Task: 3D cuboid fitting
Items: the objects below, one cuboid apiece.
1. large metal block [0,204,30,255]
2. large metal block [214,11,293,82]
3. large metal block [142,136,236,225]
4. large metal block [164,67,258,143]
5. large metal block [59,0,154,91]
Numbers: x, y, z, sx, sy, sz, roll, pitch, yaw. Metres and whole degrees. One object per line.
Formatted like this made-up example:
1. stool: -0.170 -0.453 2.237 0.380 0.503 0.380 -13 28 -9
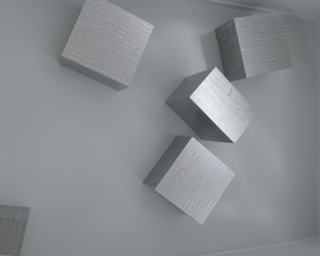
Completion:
1. large metal block: -0.190 0.126 0.327 0.081 0.050 0.080 12 86 -20
2. large metal block: 0.134 -0.115 0.446 0.081 0.050 0.080 -15 95 -19
3. large metal block: 0.038 0.067 0.411 0.080 0.050 0.080 40 77 -16
4. large metal block: 0.064 -0.027 0.405 0.080 0.080 0.050 44 76 -15
5. large metal block: -0.065 -0.100 0.373 0.080 0.050 0.080 23 82 -19
